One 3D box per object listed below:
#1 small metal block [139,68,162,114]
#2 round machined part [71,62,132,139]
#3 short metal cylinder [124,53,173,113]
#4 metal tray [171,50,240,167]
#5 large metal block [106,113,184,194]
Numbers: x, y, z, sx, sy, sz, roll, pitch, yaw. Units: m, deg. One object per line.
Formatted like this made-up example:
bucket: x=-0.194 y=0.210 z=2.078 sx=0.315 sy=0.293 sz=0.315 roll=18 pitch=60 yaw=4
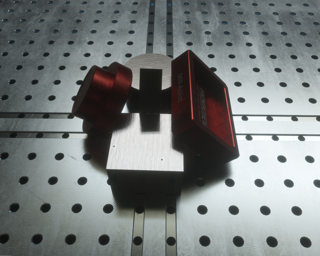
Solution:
small metal block: x=-0.012 y=-0.043 z=0.372 sx=0.025 sy=0.050 sz=0.050 roll=2 pitch=92 yaw=-2
round machined part: x=-0.077 y=-0.039 z=0.387 sx=0.042 sy=0.098 sz=0.098 roll=24 pitch=45 yaw=-24
short metal cylinder: x=-0.011 y=-0.062 z=0.442 sx=0.080 sy=0.050 sz=0.080 roll=0 pitch=50 yaw=0
metal tray: x=0.055 y=-0.027 z=0.390 sx=0.030 sy=0.090 sz=0.130 roll=-30 pitch=40 yaw=32
large metal block: x=-0.014 y=0.029 z=0.366 sx=0.080 sy=0.050 sz=0.080 roll=2 pitch=50 yaw=1
